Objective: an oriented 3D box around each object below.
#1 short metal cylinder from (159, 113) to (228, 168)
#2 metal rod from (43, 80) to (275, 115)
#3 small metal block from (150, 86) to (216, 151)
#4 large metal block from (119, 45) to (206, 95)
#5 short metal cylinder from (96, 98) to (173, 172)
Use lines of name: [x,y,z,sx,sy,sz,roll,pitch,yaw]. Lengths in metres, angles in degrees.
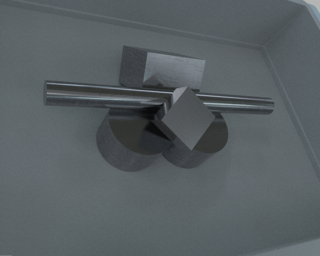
short metal cylinder: [0.042,0.007,0.408,0.081,0.050,0.080,14,56,-21]
metal rod: [0.021,-0.033,0.373,0.303,0.025,0.025,1,62,-28]
small metal block: [0.027,-0.011,0.348,0.050,0.025,0.050,45,70,-21]
large metal block: [0.000,-0.074,0.408,0.081,0.050,0.080,1,18,-28]
short metal cylinder: [-0.030,0.006,0.370,0.081,0.050,0.080,14,56,-21]
